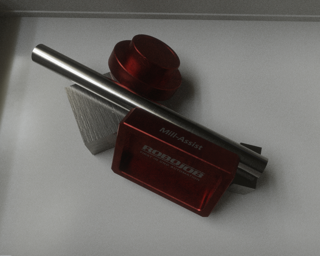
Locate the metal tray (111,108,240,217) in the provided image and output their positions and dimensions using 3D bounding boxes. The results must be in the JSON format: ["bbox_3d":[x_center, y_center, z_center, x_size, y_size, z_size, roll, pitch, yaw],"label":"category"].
[{"bbox_3d":[0.012,0.042,0.355,0.130,0.089,0.030,25,45,8],"label":"metal tray"}]

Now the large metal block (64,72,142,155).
[{"bbox_3d":[-0.066,-0.022,0.402,0.080,0.050,0.080,-21,72,-8],"label":"large metal block"}]

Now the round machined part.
[{"bbox_3d":[-0.013,-0.084,0.402,0.099,0.042,0.098,22,39,-18],"label":"round machined part"}]

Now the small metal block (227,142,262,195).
[{"bbox_3d":[0.100,0.051,0.377,0.025,0.050,0.050,14,71,5],"label":"small metal block"}]

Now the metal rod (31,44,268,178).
[{"bbox_3d":[-0.019,-0.024,0.362,0.301,0.025,0.025,28,72,9],"label":"metal rod"}]
